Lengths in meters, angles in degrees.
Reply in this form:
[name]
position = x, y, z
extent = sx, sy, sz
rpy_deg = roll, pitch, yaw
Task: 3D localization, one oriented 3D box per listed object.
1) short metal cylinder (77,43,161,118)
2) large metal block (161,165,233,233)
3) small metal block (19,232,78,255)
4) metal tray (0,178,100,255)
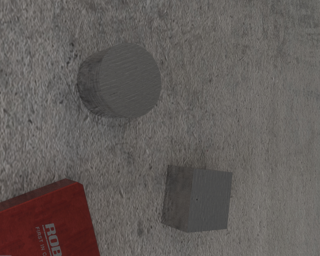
[short metal cylinder]
position = -0.045, -0.051, 0.350
extent = 0.081, 0.050, 0.080
rpy_deg = 0, 90, -40
[large metal block]
position = 0.053, 0.097, 0.433
extent = 0.081, 0.050, 0.080
rpy_deg = 11, 83, -39
[small metal block]
position = -0.110, 0.139, 0.313
extent = 0.050, 0.025, 0.050
rpy_deg = -18, 101, -39
[metal tray]
position = -0.108, 0.126, 0.301
extent = 0.091, 0.030, 0.129
rpy_deg = -18, 101, -38
